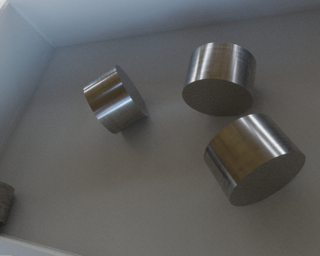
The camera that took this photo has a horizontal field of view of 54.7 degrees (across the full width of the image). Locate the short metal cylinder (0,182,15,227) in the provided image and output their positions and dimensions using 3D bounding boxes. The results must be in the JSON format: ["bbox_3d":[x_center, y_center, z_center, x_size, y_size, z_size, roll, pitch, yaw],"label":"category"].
[{"bbox_3d":[-0.255,0.105,0.437,0.080,0.080,0.050,-10,58,22],"label":"short metal cylinder"}]

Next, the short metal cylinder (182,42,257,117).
[{"bbox_3d":[0.070,-0.055,0.366,0.080,0.080,0.050,0,62,28],"label":"short metal cylinder"}]

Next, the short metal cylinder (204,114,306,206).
[{"bbox_3d":[0.091,0.032,0.303,0.080,0.080,0.050,-34,52,6],"label":"short metal cylinder"}]

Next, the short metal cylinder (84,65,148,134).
[{"bbox_3d":[-0.059,-0.038,0.423,0.050,0.080,0.080,-30,52,9],"label":"short metal cylinder"}]
